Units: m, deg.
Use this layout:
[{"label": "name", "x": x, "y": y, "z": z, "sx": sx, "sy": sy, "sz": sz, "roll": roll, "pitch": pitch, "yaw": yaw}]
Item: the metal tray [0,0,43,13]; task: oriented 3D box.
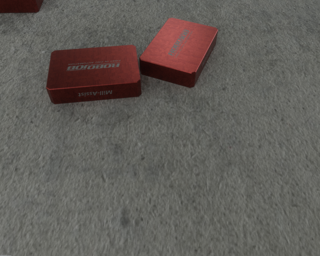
[{"label": "metal tray", "x": -0.284, "y": -0.283, "z": 0.633, "sx": 0.091, "sy": 0.030, "sz": 0.130, "roll": -1, "pitch": 50, "yaw": -2}]

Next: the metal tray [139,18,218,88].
[{"label": "metal tray", "x": 0.033, "y": -0.128, "z": 0.508, "sx": 0.090, "sy": 0.030, "sz": 0.130, "roll": 18, "pitch": 52, "yaw": 14}]

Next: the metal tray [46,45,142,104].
[{"label": "metal tray", "x": -0.098, "y": -0.083, "z": 0.469, "sx": 0.131, "sy": 0.030, "sz": 0.090, "roll": -6, "pitch": 50, "yaw": -5}]
